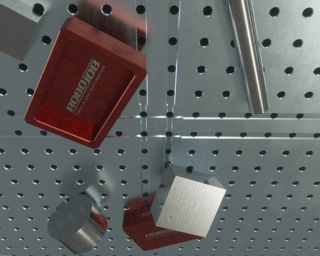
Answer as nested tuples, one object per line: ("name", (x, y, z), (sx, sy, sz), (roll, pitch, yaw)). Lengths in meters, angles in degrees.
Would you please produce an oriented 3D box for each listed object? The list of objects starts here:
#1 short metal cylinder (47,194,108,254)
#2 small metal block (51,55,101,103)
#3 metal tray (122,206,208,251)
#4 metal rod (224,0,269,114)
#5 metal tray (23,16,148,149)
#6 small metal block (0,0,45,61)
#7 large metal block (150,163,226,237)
("short metal cylinder", (-0.134, 0.157, 0.508), (0.080, 0.080, 0.050), (-18, 128, 14))
("small metal block", (-0.095, -0.057, 0.362), (0.050, 0.025, 0.050), (-2, 130, 1))
("metal tray", (0.010, 0.174, 0.557), (0.130, 0.030, 0.090), (-20, 128, 15))
("metal rod", (0.074, -0.132, 0.299), (0.025, 0.025, 0.299), (-16, 129, 13))
("metal tray", (-0.083, -0.041, 0.339), (0.090, 0.030, 0.129), (24, 126, -20))
("small metal block", (-0.156, -0.106, 0.320), (0.050, 0.025, 0.050), (25, 126, -20))
("large metal block", (0.040, 0.108, 0.467), (0.081, 0.050, 0.080), (18, 100, -15))
